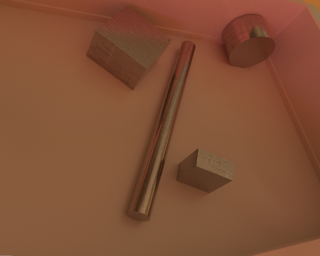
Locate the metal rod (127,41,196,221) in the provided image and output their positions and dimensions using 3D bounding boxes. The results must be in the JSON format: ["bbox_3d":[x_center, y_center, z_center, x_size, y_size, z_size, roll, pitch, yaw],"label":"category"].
[{"bbox_3d":[0.012,-0.019,0.425,0.025,0.025,0.300,26,52,-12],"label":"metal rod"}]

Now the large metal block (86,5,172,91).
[{"bbox_3d":[-0.042,-0.114,0.438,0.080,0.050,0.080,37,51,-4],"label":"large metal block"}]

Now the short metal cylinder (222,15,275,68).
[{"bbox_3d":[0.156,-0.153,0.550,0.081,0.080,0.050,4,60,-27],"label":"short metal cylinder"}]

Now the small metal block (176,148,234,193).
[{"bbox_3d":[0.056,0.055,0.388,0.050,0.050,0.025,23,53,-15],"label":"small metal block"}]
